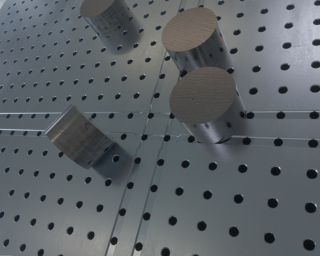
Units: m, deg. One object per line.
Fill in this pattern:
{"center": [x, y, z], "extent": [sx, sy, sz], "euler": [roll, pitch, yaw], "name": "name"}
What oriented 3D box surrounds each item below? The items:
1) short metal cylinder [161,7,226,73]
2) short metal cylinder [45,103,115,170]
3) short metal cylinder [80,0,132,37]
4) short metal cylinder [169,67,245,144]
{"center": [0.049, -0.124, 0.443], "extent": [0.080, 0.050, 0.080], "euler": [-13, 56, 21], "name": "short metal cylinder"}
{"center": [-0.108, 0.012, 0.422], "extent": [0.050, 0.080, 0.080], "euler": [-47, 51, -5], "name": "short metal cylinder"}
{"center": [-0.101, -0.218, 0.579], "extent": [0.080, 0.050, 0.080], "euler": [-13, 56, 21], "name": "short metal cylinder"}
{"center": [0.058, -0.027, 0.378], "extent": [0.080, 0.050, 0.080], "euler": [-13, 57, 21], "name": "short metal cylinder"}
